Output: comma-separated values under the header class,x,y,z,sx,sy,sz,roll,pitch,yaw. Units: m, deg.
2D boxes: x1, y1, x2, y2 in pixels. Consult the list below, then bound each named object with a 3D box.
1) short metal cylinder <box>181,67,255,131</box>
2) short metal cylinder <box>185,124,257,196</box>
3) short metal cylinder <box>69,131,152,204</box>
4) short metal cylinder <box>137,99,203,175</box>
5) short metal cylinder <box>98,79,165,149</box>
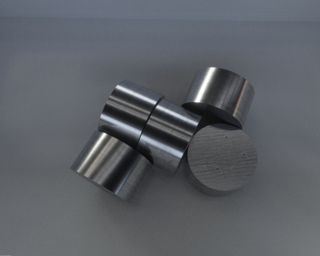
class,x,y,z,sx,sy,sz,roll,pitch,yaw
short metal cylinder,0.072,-0.032,0.391,0.080,0.080,0.050,22,72,7
short metal cylinder,0.072,0.040,0.380,0.081,0.050,0.080,0,70,0
short metal cylinder,-0.056,0.047,0.361,0.080,0.080,0.050,28,72,9
short metal cylinder,0.012,0.011,0.375,0.050,0.080,0.080,25,72,8
short metal cylinder,-0.034,-0.013,0.383,0.050,0.080,0.080,24,72,8
